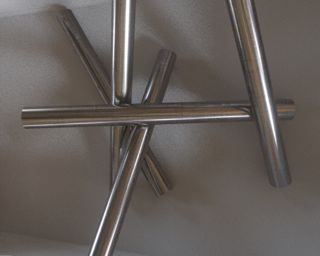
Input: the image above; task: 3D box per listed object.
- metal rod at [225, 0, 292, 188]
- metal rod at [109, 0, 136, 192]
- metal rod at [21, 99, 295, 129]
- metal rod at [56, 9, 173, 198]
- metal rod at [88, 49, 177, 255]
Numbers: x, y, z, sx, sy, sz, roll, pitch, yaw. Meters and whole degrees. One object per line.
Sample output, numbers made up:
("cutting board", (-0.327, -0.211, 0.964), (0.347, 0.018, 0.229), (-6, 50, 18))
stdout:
("metal rod", (0.093, -0.069, 0.310), (0.025, 0.025, 0.298), (-12, 112, 20))
("metal rod", (-0.046, -0.044, 0.366), (0.025, 0.025, 0.298), (15, 118, 19))
("metal rod", (0.000, -0.016, 0.353), (0.302, 0.025, 0.025), (-2, 89, -2))
("metal rod", (-0.068, -0.041, 0.434), (0.025, 0.025, 0.299), (-33, 79, 17))
("metal rod", (-0.033, 0.039, 0.361), (0.025, 0.025, 0.299), (11, 70, 19))
